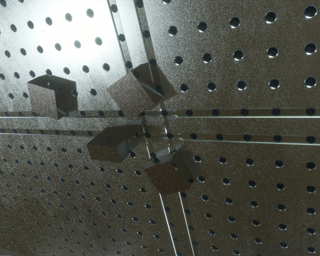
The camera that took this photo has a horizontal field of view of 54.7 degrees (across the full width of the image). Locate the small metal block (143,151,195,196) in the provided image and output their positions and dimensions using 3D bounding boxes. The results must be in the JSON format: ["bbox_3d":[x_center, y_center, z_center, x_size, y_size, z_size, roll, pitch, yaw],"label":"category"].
[{"bbox_3d":[0.013,0.066,0.444,0.050,0.025,0.050,-23,107,36],"label":"small metal block"}]

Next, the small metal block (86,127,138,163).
[{"bbox_3d":[-0.067,0.023,0.443,0.050,0.050,0.025,3,120,26],"label":"small metal block"}]

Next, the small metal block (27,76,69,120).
[{"bbox_3d":[-0.169,-0.045,0.470,0.050,0.025,0.050,17,125,18],"label":"small metal block"}]

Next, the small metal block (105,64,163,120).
[{"bbox_3d":[-0.033,-0.045,0.399,0.050,0.025,0.050,-28,104,37],"label":"small metal block"}]
